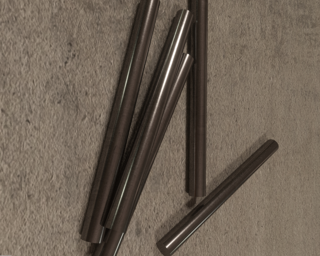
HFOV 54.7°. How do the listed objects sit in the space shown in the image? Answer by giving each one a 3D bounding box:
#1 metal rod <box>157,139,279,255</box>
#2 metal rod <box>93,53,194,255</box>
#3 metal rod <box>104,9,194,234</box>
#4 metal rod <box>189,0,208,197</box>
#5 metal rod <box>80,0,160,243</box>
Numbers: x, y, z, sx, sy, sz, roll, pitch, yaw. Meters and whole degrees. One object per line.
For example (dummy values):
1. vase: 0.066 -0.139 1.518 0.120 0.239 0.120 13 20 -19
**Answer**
1. metal rod: 0.109 0.097 0.498 0.302 0.025 0.025 -32 110 -36
2. metal rod: -0.018 0.034 0.391 0.025 0.025 0.299 35 68 -35
3. metal rod: -0.007 -0.024 0.385 0.025 0.025 0.299 33 65 -36
4. metal rod: 0.056 -0.051 0.453 0.025 0.025 0.298 1 89 -40
5. metal rod: -0.044 -0.019 0.369 0.025 0.025 0.299 21 77 -39
